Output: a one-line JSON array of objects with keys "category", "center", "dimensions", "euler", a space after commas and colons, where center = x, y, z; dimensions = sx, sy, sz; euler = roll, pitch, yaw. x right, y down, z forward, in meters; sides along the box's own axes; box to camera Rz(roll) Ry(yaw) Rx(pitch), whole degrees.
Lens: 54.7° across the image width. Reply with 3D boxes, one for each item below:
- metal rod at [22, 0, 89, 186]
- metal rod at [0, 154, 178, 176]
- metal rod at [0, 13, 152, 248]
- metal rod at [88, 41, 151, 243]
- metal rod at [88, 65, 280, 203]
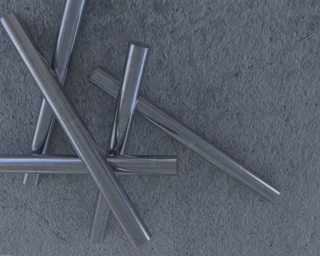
[{"category": "metal rod", "center": [-0.130, -0.057, 0.387], "dimensions": [0.025, 0.025, 0.298], "euler": [19, 109, -7]}, {"category": "metal rod", "center": [-0.128, 0.046, 0.390], "dimensions": [0.301, 0.025, 0.025], "euler": [0, 111, 9]}, {"category": "metal rod", "center": [-0.098, 0.001, 0.357], "dimensions": [0.025, 0.025, 0.299], "euler": [-32, 87, 11]}, {"category": "metal rod", "center": [-0.059, 0.037, 0.404], "dimensions": [0.025, 0.025, 0.298], "euler": [14, 116, -5]}, {"category": "metal rod", "center": [0.041, 0.014, 0.415], "dimensions": [0.301, 0.025, 0.025], "euler": [34, 107, -12]}]
